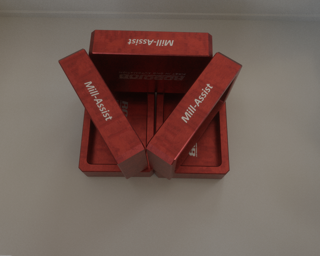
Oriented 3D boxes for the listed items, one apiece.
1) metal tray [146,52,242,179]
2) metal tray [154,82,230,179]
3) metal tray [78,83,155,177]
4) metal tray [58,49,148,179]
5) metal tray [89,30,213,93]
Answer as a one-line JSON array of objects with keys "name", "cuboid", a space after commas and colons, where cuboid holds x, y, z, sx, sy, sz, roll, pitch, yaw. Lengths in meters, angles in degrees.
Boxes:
[{"name": "metal tray", "cuboid": [0.037, -0.010, 0.344, 0.030, 0.090, 0.130, 34, 74, 11]}, {"name": "metal tray", "cuboid": [0.040, -0.001, 0.406, 0.091, 0.030, 0.130, 1, 69, 1]}, {"name": "metal tray", "cuboid": [-0.052, -0.003, 0.407, 0.091, 0.030, 0.130, 0, 69, 0]}, {"name": "metal tray", "cuboid": [-0.060, -0.012, 0.345, 0.030, 0.090, 0.130, -30, 73, -10]}, {"name": "metal tray", "cuboid": [-0.009, -0.075, 0.368, 0.131, 0.090, 0.030, 2, 71, 1]}]
